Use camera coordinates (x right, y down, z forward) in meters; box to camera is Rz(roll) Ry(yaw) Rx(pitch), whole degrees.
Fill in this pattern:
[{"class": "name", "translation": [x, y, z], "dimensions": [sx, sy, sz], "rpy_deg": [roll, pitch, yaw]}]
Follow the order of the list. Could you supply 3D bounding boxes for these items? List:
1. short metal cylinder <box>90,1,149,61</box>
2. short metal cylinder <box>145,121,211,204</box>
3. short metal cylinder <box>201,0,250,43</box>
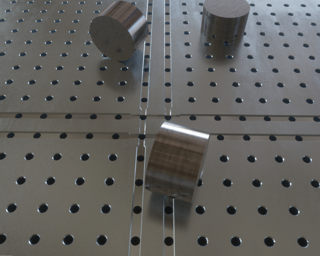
[{"class": "short metal cylinder", "translation": [-0.065, -0.157, 0.503], "dimensions": [0.080, 0.080, 0.050], "rpy_deg": [20, 53, 15]}, {"class": "short metal cylinder", "translation": [0.021, 0.037, 0.341], "dimensions": [0.050, 0.080, 0.080], "rpy_deg": [15, 52, 11]}, {"class": "short metal cylinder", "translation": [0.117, -0.198, 0.559], "dimensions": [0.081, 0.050, 0.080], "rpy_deg": [0, 50, 0]}]
